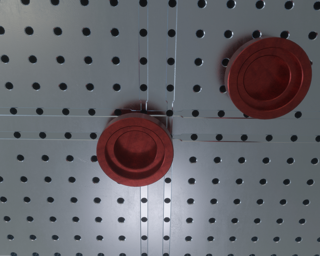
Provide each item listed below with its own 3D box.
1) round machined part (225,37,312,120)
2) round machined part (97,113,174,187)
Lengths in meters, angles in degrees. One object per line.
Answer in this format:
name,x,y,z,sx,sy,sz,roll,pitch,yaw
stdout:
round machined part,0.129,-0.063,0.382,0.099,0.042,0.097,0,110,0
round machined part,-0.032,0.026,0.413,0.099,0.042,0.097,0,110,0
